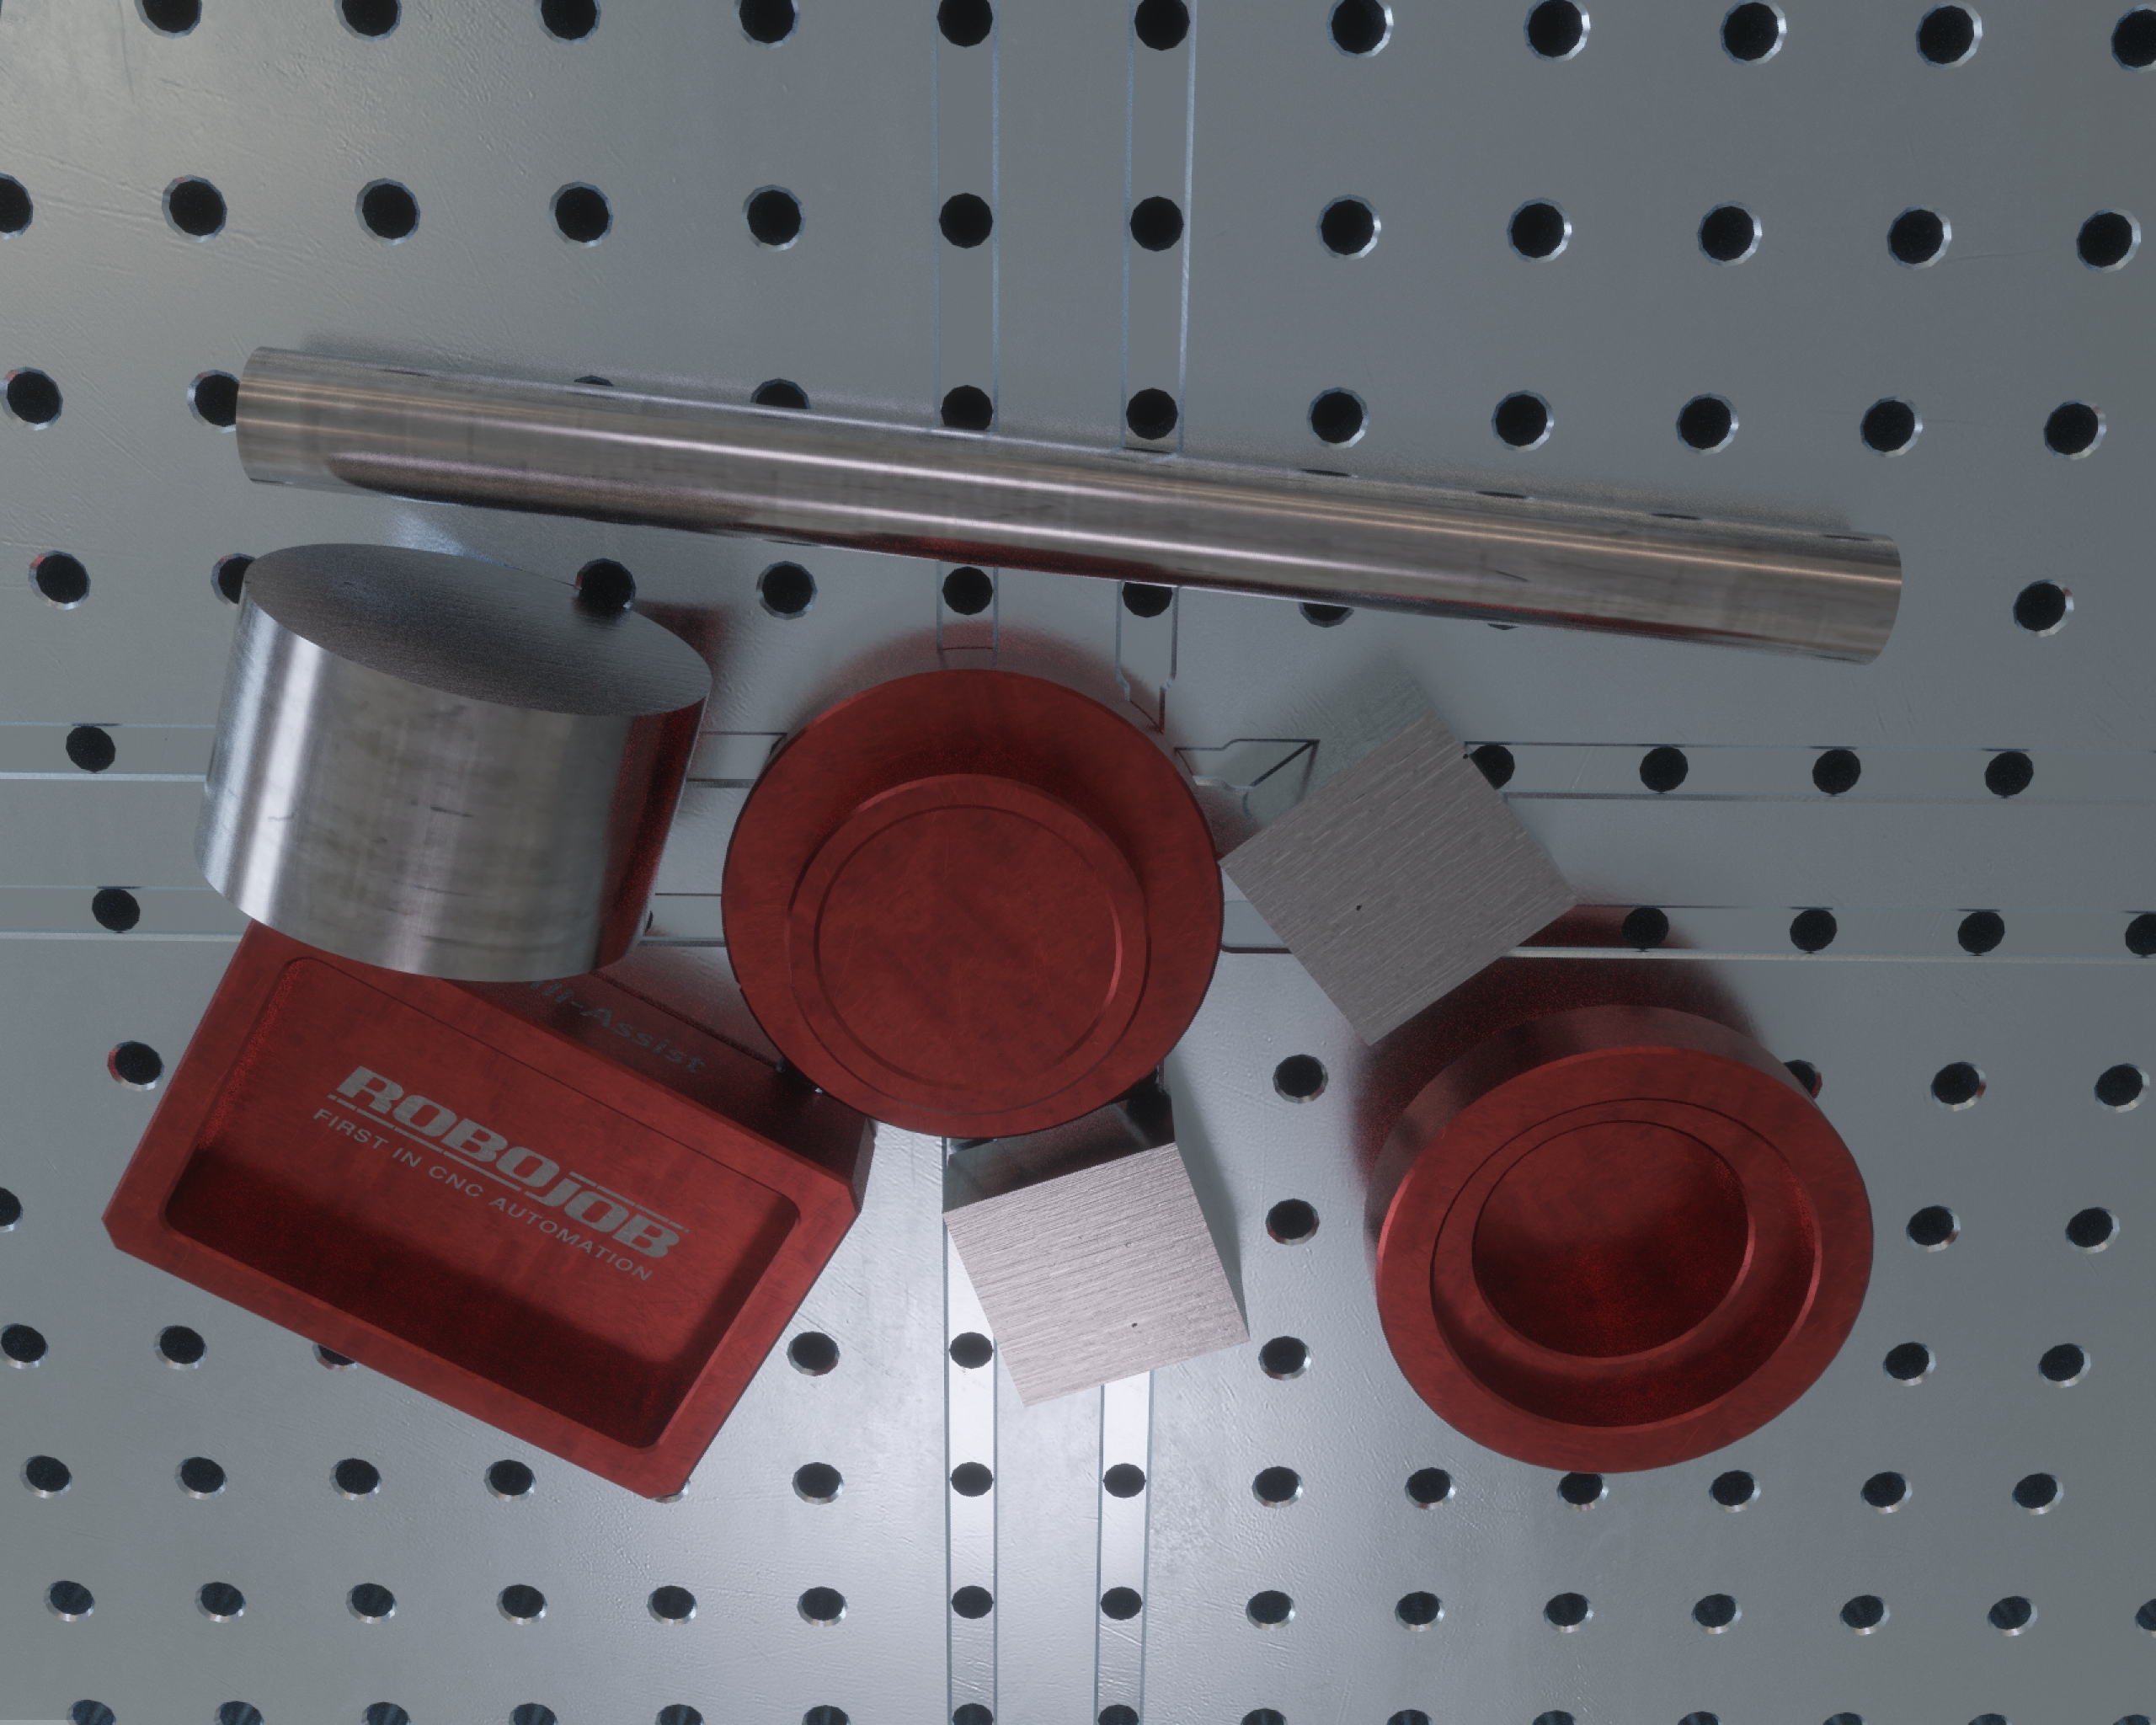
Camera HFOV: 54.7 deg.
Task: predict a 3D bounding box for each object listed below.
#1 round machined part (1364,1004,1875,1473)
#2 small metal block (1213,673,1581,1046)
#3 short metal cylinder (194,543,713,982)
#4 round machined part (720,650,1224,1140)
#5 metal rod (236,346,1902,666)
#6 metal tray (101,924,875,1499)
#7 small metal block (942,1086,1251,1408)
[{"bbox_3d":[0.108,0.073,0.432,0.099,0.042,0.097,0,110,0],"label":"round machined part"},{"bbox_3d":[0.062,-0.001,0.414,0.050,0.025,0.050,-36,106,12],"label":"small metal block"},{"bbox_3d":[-0.112,-0.020,0.376,0.080,0.080,0.050,17,109,-6],"label":"short metal cylinder"},{"bbox_3d":[-0.021,0.010,0.407,0.099,0.042,0.097,0,107,0],"label":"round machined part"},{"bbox_3d":[0.001,-0.066,0.388,0.302,0.025,0.025,6,110,-3],"label":"metal rod"},{"bbox_3d":[-0.120,0.066,0.434,0.131,0.030,0.090,29,108,-10],"label":"metal tray"},{"bbox_3d":[0.004,0.082,0.444,0.050,0.025,0.050,-18,109,6],"label":"small metal block"}]
